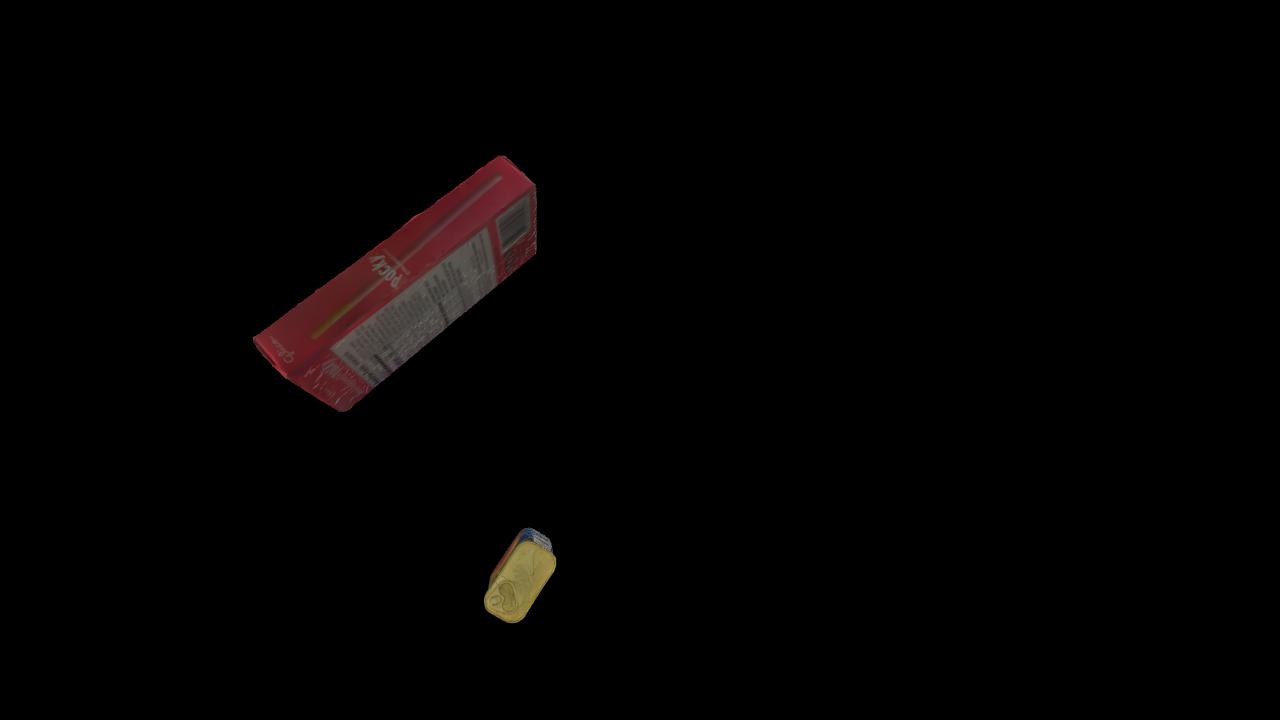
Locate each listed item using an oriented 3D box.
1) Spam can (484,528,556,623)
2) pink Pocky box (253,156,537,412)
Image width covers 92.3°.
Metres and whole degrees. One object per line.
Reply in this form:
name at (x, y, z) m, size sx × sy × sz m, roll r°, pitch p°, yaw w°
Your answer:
Spam can at (-0.156, 0.279, 0.809) m, size 0.058 × 0.101 × 0.085 m, roll 35°, pitch -7°, yaw -7°
pink Pocky box at (-0.122, -0.039, 0.339) m, size 0.155 × 0.029 × 0.084 m, roll -44°, pitch -6°, yaw -17°
